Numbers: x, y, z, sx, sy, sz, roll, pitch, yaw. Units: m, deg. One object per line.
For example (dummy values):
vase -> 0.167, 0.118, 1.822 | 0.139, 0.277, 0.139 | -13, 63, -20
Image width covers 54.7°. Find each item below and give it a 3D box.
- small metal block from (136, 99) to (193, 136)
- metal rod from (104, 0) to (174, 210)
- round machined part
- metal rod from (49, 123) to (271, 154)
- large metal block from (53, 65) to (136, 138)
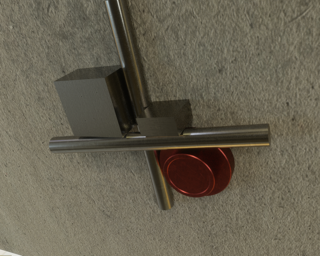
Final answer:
small metal block -> 0.007, -0.013, 0.379 | 0.050, 0.050, 0.025 | -1, 118, 28
metal rod -> -0.021, -0.013, 0.409 | 0.025, 0.025, 0.298 | 1, 119, 27
round machined part -> 0.044, 0.051, 0.404 | 0.098, 0.042, 0.097 | 13, 124, 20
metal rod -> -0.019, 0.016, 0.395 | 0.301, 0.025, 0.025 | -4, 117, 25
large metal block -> -0.080, -0.035, 0.410 | 0.080, 0.050, 0.079 | 1, 119, 27
